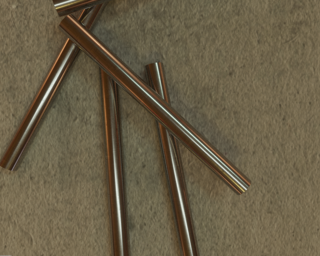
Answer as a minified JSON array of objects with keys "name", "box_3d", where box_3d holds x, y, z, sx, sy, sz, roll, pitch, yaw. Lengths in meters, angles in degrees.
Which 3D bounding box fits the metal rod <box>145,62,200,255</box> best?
[{"name":"metal rod","box_3d":[0.020,0.063,0.410,0.025,0.025,0.298,-11,90,0]}]

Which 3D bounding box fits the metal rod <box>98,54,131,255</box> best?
[{"name":"metal rod","box_3d":[-0.059,0.052,0.409,0.025,0.025,0.298,-4,90,-1]}]

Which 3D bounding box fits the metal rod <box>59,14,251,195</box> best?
[{"name":"metal rod","box_3d":[-0.006,-0.028,0.383,0.300,0.025,0.025,43,90,-1]}]

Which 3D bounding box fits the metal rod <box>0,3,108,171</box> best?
[{"name":"metal rod","box_3d":[-0.129,-0.081,0.408,0.025,0.025,0.299,28,90,-1]}]

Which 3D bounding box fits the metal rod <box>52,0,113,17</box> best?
[{"name":"metal rod","box_3d":[0.013,-0.200,0.394,0.302,0.025,0.025,-21,90,-7]}]
